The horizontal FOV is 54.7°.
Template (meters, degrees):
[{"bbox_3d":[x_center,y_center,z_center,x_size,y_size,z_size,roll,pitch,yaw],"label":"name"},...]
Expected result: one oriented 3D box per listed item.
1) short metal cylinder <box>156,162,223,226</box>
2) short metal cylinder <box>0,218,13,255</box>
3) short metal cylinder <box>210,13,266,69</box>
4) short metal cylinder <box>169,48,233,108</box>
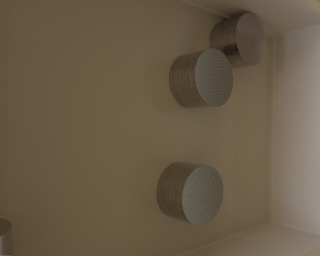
[{"bbox_3d":[0.042,0.089,0.428,0.081,0.050,0.079,0,90,-40],"label":"short metal cylinder"},{"bbox_3d":[-0.158,0.107,0.239,0.081,0.080,0.050,-3,92,-40],"label":"short metal cylinder"},{"bbox_3d":[0.126,-0.137,0.498,0.081,0.050,0.079,0,90,-40],"label":"short metal cylinder"},{"bbox_3d":[0.059,-0.069,0.442,0.081,0.050,0.079,0,90,-40],"label":"short metal cylinder"}]
